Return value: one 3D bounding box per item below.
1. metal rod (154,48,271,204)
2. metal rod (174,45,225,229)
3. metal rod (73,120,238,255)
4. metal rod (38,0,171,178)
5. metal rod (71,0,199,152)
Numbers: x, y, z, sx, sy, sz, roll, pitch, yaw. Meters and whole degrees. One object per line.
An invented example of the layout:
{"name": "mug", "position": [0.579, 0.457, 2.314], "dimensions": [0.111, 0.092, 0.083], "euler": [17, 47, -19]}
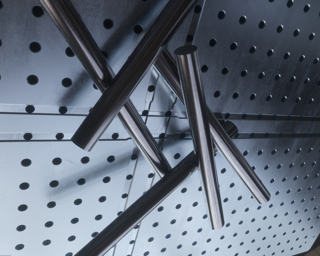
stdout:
{"name": "metal rod", "position": [0.081, 0.012, 0.429], "dimensions": [0.025, 0.025, 0.300], "euler": [-41, 119, -1]}
{"name": "metal rod", "position": [0.059, 0.035, 0.413], "dimensions": [0.025, 0.025, 0.298], "euler": [-25, 126, -13]}
{"name": "metal rod", "position": [-0.001, 0.088, 0.426], "dimensions": [0.301, 0.025, 0.025], "euler": [-39, 131, -19]}
{"name": "metal rod", "position": [-0.047, -0.030, 0.367], "dimensions": [0.025, 0.025, 0.299], "euler": [-35, 129, -6]}
{"name": "metal rod", "position": [0.003, -0.103, 0.328], "dimensions": [0.025, 0.025, 0.299], "euler": [35, 92, -39]}
